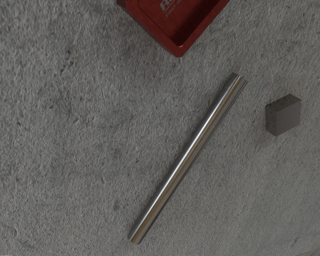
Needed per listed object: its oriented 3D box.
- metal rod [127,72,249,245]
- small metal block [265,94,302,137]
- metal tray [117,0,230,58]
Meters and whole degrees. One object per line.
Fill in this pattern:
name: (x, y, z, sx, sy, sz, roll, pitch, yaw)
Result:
metal rod: (0.035, 0.053, 0.460, 0.025, 0.025, 0.299, 21, 107, -37)
small metal block: (0.202, -0.021, 0.507, 0.050, 0.025, 0.050, -25, 128, -13)
metal tray: (0.029, -0.152, 0.326, 0.130, 0.030, 0.090, -49, 129, 6)
